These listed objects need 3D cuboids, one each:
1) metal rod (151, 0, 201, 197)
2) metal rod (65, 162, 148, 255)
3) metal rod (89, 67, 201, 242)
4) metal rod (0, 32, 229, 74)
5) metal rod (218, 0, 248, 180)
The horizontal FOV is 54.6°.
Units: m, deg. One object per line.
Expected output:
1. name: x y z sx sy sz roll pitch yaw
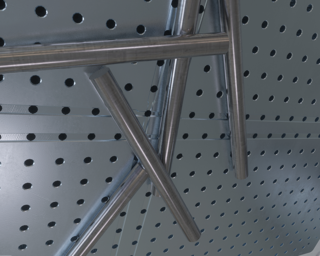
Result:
1. metal rod: 0.017 -0.034 0.398 0.025 0.025 0.298 -6 121 -25
2. metal rod: -0.112 0.172 0.455 0.025 0.025 0.299 31 101 -38
3. metal rod: -0.007 0.055 0.414 0.025 0.025 0.299 -32 121 -8
4. metal rod: -0.071 -0.074 0.307 0.302 0.025 0.025 -9 123 -17
5. metal rod: 0.110 -0.037 0.447 0.025 0.025 0.299 -25 127 -13
